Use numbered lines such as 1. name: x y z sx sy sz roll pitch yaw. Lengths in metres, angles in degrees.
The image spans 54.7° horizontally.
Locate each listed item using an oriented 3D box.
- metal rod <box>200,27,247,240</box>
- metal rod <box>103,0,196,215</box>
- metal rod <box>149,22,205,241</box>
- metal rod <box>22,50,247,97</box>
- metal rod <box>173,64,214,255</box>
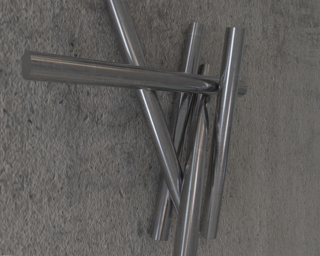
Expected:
1. metal rod: 0.083 0.020 0.420 0.025 0.025 0.298 -12 114 -39
2. metal rod: -0.011 -0.024 0.376 0.025 0.025 0.298 -25 100 -37
3. metal rod: 0.026 -0.001 0.426 0.025 0.025 0.299 18 79 -39
4. metal rod: 0.003 -0.055 0.358 0.302 0.025 0.025 -1 91 -41
5. metal rod: 0.045 0.039 0.387 0.025 0.025 0.300 35 52 -35
